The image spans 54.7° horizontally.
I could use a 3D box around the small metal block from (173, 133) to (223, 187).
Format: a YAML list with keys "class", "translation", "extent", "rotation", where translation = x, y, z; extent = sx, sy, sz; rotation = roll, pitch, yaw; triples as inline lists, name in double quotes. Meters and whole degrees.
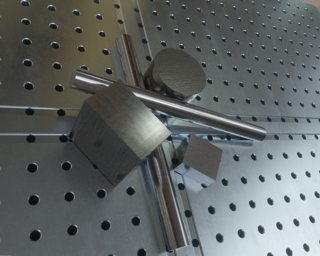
- class: "small metal block"
  translation: [0.051, 0.042, 0.413]
  extent: [0.050, 0.025, 0.050]
  rotation: [29, 52, -10]

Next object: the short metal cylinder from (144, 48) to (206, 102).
- class: "short metal cylinder"
  translation: [0.018, -0.067, 0.444]
  extent: [0.081, 0.050, 0.080]
  rotation: [14, 56, -21]

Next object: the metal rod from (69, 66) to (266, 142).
- class: "metal rod"
  translation: [0.031, -0.023, 0.416]
  extent: [0.302, 0.025, 0.025]
  rotation: [15, 56, -29]

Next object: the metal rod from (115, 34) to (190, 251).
- class: "metal rod"
  translation: [-0.016, 0.001, 0.400]
  extent: [0.025, 0.025, 0.299]
  rotation: [-2, 63, -29]

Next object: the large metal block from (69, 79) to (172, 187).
- class: "large metal block"
  translation: [-0.047, 0.008, 0.342]
  extent: [0.080, 0.080, 0.050]
  rotation: [46, 51, 4]
